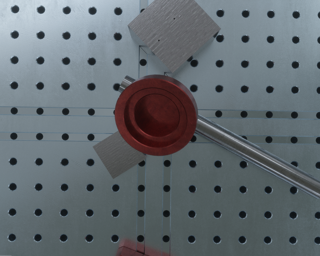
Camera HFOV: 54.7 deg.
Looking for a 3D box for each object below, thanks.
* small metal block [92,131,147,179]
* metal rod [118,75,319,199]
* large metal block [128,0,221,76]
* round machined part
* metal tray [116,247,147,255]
[{"bbox_3d":[-0.053,0.032,0.413,0.050,0.025,0.050,-32,90,0],"label":"small metal block"},{"bbox_3d":[0.083,0.012,0.414,0.301,0.025,0.025,28,90,-1],"label":"metal rod"},{"bbox_3d":[0.017,-0.123,0.401,0.080,0.050,0.080,-43,91,0],"label":"large metal block"},{"bbox_3d":[-0.002,-0.018,0.382,0.098,0.042,0.097,4,113,10],"label":"round machined part"},{"bbox_3d":[-0.036,0.237,0.410,0.090,0.030,0.129,21,90,-1],"label":"metal tray"}]
